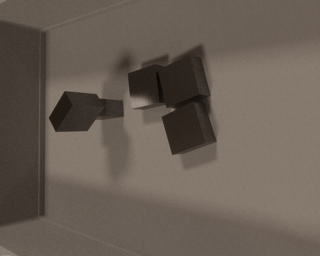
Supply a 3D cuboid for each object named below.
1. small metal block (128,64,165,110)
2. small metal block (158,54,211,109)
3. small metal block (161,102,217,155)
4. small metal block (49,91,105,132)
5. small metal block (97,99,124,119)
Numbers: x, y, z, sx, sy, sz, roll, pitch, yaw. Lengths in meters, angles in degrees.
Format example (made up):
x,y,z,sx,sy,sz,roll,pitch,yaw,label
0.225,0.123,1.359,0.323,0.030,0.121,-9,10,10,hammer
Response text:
x,y,z,sx,sy,sz,roll,pitch,yaw,label
-0.015,-0.054,0.417,0.050,0.025,0.050,-9,84,39,small metal block
0.029,-0.056,0.381,0.050,0.025,0.050,-20,78,38,small metal block
0.035,0.001,0.377,0.050,0.025,0.050,-25,75,37,small metal block
-0.112,-0.021,0.415,0.050,0.050,0.025,-49,62,29,small metal block
-0.090,-0.027,0.463,0.050,0.050,0.025,-6,87,39,small metal block
